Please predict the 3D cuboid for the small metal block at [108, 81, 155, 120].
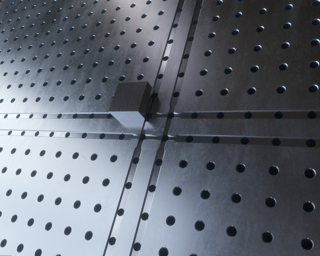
[{"bbox_3d":[-0.041,-0.039,0.452,0.050,0.025,0.050,1,62,28],"label":"small metal block"}]
